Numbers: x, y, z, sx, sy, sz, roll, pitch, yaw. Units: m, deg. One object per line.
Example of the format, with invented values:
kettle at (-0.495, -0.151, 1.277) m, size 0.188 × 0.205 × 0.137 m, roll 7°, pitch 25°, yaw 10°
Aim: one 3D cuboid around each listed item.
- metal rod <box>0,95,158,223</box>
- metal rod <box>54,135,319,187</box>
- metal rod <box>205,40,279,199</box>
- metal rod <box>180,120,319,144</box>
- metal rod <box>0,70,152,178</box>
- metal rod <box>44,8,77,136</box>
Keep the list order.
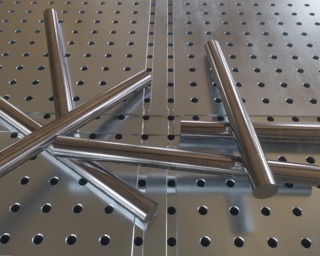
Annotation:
metal rod at (-0.130, 0.023, 0.388) m, size 0.300 × 0.025 × 0.025 m, roll 30°, pitch 56°, yaw 22°
metal rod at (0.033, 0.038, 0.357) m, size 0.302 × 0.025 × 0.025 m, roll 7°, pitch 50°, yaw -2°
metal rod at (0.095, -0.038, 0.413) m, size 0.025 × 0.025 × 0.300 m, roll -2°, pitch 42°, yaw -2°
metal rod at (0.177, 0.007, 0.402) m, size 0.302 × 0.025 × 0.025 m, roll 2°, pitch 50°, yaw 1°
metal rod at (-0.115, -0.004, 0.380) m, size 0.025 × 0.025 × 0.302 m, roll 32°, pitch 48°, yaw 24°
metal rod at (-0.164, -0.106, 0.495) m, size 0.025 × 0.025 × 0.300 m, roll -13°, pitch 51°, yaw -11°
